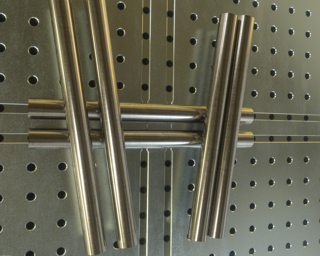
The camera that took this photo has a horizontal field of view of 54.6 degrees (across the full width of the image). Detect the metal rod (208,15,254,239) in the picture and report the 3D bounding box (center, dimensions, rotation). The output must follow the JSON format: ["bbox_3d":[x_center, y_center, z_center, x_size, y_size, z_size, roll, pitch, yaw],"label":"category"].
[{"bbox_3d":[0.096,-0.004,0.422,0.025,0.025,0.299,10,87,-20],"label":"metal rod"}]

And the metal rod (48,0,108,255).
[{"bbox_3d":[-0.093,-0.006,0.352,0.025,0.025,0.298,-9,93,-20],"label":"metal rod"}]

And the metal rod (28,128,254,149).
[{"bbox_3d":[-0.009,0.015,0.410,0.302,0.025,0.025,1,90,-20],"label":"metal rod"}]

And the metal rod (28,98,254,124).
[{"bbox_3d":[-0.009,-0.020,0.409,0.302,0.025,0.025,1,90,-20],"label":"metal rod"}]

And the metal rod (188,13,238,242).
[{"bbox_3d":[0.071,-0.003,0.413,0.025,0.025,0.299,10,87,-20],"label":"metal rod"}]

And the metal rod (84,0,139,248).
[{"bbox_3d":[-0.057,-0.009,0.365,0.025,0.025,0.298,-8,93,-20],"label":"metal rod"}]
